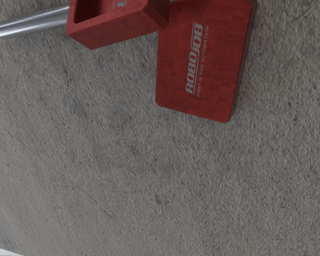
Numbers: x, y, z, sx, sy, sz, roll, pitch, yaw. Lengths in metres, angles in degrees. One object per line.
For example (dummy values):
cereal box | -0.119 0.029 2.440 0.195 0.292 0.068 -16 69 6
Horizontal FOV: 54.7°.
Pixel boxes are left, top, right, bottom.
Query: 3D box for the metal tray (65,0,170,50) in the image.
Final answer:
metal tray | -0.035 -0.143 0.280 0.090 0.030 0.129 -5 73 31

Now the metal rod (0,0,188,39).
metal rod | -0.100 -0.132 0.355 0.300 0.025 0.025 3 120 34

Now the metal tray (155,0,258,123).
metal tray | 0.044 -0.076 0.333 0.090 0.030 0.129 16 125 19
